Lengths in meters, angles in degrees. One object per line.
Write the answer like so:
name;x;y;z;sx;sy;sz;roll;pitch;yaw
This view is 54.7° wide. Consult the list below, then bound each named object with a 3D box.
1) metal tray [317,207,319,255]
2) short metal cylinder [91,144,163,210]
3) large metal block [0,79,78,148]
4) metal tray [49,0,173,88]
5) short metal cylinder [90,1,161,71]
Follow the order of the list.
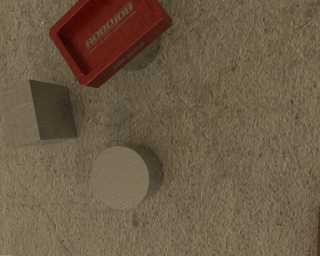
metal tray;0.238;0.134;0.322;0.130;0.030;0.089;3;91;19
short metal cylinder;-0.042;0.062;0.411;0.080;0.050;0.079;0;90;20
large metal block;-0.169;-0.018;0.439;0.050;0.080;0.080;-14;86;19
metal tray;-0.062;-0.122;0.374;0.130;0.030;0.090;-37;78;16
short metal cylinder;-0.045;-0.119;0.412;0.080;0.050;0.079;0;90;20
